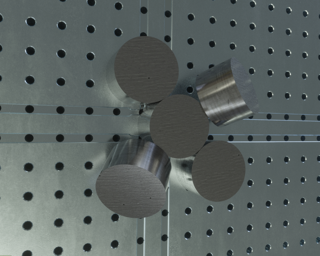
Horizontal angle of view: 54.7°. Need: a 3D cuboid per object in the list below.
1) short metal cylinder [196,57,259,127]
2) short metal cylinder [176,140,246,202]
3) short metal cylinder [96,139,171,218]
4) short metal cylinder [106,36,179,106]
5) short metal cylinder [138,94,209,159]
[{"bbox_3d":[0.091,-0.047,0.412,0.080,0.050,0.080,36,42,-41],"label":"short metal cylinder"},{"bbox_3d":[0.069,0.056,0.426,0.081,0.050,0.079,0,90,-21],"label":"short metal cylinder"},{"bbox_3d":[-0.029,0.060,0.367,0.080,0.050,0.079,4,121,7],"label":"short metal cylinder"},{"bbox_3d":[-0.023,-0.070,0.391,0.081,0.050,0.079,0,90,-21],"label":"short metal cylinder"},{"bbox_3d":[0.017,-0.002,0.406,0.081,0.050,0.079,0,90,-21],"label":"short metal cylinder"}]
